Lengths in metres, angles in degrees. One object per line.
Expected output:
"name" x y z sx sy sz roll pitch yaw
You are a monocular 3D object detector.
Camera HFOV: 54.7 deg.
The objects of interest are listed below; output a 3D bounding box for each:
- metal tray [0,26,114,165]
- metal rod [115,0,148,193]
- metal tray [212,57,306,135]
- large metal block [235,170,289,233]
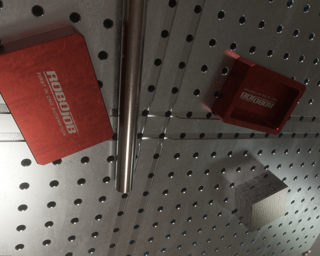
"metal tray" -0.110 -0.031 0.330 0.091 0.030 0.129 -22 127 -16
"metal rod" -0.035 -0.046 0.364 0.025 0.025 0.298 -8 122 -25
"metal tray" 0.151 -0.043 0.465 0.131 0.030 0.089 11 113 -34
"large metal block" 0.191 0.140 0.589 0.081 0.050 0.079 -21 127 -16
